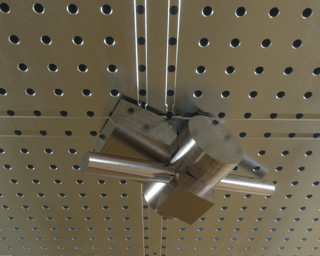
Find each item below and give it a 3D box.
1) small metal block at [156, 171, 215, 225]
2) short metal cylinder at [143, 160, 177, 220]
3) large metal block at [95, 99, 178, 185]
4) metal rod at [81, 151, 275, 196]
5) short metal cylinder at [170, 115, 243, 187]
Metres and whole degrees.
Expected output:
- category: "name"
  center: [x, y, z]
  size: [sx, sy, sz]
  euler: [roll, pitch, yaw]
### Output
- category: "small metal block"
  center: [0.031, 0.086, 0.377]
  size: [0.050, 0.025, 0.050]
  euler: [28, 125, -12]
- category: "short metal cylinder"
  center: [0.023, 0.082, 0.441]
  size: [0.080, 0.080, 0.050]
  euler: [24, 126, -19]
- category: "large metal block"
  center: [-0.033, 0.021, 0.405]
  size: [0.080, 0.050, 0.080]
  euler: [23, 126, -19]
- category: "metal rod"
  center: [0.045, 0.066, 0.412]
  size: [0.302, 0.025, 0.025]
  euler: [13, 131, -31]
- category: "short metal cylinder"
  center: [0.058, 0.030, 0.397]
  size: [0.080, 0.080, 0.050]
  euler: [22, 127, -18]
